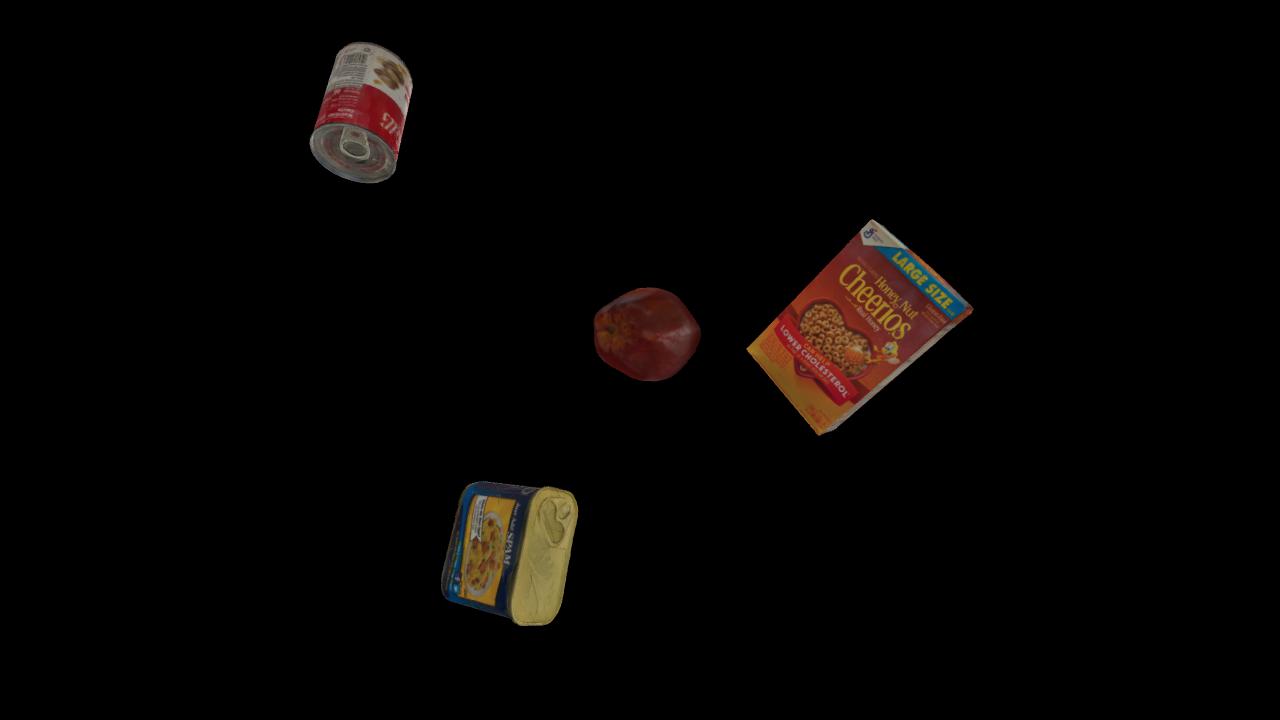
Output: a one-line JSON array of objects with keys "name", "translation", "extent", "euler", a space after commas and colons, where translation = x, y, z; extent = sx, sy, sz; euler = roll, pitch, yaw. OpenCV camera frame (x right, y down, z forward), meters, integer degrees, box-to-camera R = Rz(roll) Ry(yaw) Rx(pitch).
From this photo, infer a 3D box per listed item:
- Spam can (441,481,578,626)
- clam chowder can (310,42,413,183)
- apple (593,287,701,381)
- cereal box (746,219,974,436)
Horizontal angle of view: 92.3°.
[{"name": "Spam can", "translation": [-0.105, 0.150, 0.491], "extent": [0.085, 0.101, 0.058], "euler": [-3, -21, 34]}, {"name": "clam chowder can", "translation": [-0.241, -0.217, 0.539], "extent": [0.068, 0.102, 0.068], "euler": [-1, -26, 0]}, {"name": "apple", "translation": [0.004, -0.021, 0.508], "extent": [0.079, 0.079, 0.093], "euler": [0, 2, 36]}, {"name": "cereal box", "translation": [0.348, -0.049, 1.015], "extent": [0.081, 0.203, 0.306], "euler": [-2, -40, -52]}]
